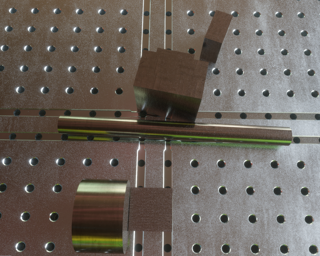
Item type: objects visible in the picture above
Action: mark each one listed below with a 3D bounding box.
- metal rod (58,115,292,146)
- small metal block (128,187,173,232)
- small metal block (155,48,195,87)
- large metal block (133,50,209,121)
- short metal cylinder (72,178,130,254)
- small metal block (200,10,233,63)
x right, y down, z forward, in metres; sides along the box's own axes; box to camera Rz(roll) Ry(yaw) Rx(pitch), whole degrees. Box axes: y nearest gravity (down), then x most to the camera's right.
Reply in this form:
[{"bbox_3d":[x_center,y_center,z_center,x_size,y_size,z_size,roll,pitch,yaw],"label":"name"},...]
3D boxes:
[{"bbox_3d":[0.019,0.003,0.410,0.302,0.025,0.025,3,70,0],"label":"metal rod"},{"bbox_3d":[-0.011,0.099,0.375,0.050,0.025,0.050,1,70,0],"label":"small metal block"},{"bbox_3d":[0.019,-0.082,0.429,0.050,0.050,0.025,11,71,4],"label":"small metal block"},{"bbox_3d":[0.014,-0.051,0.401,0.080,0.080,0.050,12,71,4],"label":"large metal block"},{"bbox_3d":[-0.062,0.097,0.346,0.050,0.080,0.080,2,70,0],"label":"short metal cylinder"},{"bbox_3d":[0.081,-0.131,0.447,0.025,0.050,0.050,21,71,7],"label":"small metal block"}]
